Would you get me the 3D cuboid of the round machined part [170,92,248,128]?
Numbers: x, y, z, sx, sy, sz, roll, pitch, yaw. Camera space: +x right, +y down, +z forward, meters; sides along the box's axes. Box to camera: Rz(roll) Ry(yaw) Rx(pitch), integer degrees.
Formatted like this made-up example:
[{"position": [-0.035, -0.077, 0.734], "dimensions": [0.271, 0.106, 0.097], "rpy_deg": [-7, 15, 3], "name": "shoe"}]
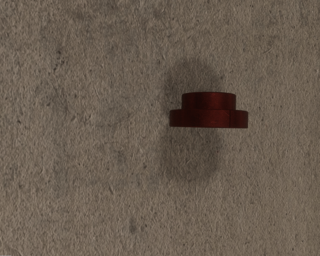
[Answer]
[{"position": [0.062, -0.022, 0.394], "dimensions": [0.099, 0.098, 0.042], "rpy_deg": [1, 90, -20], "name": "round machined part"}]
